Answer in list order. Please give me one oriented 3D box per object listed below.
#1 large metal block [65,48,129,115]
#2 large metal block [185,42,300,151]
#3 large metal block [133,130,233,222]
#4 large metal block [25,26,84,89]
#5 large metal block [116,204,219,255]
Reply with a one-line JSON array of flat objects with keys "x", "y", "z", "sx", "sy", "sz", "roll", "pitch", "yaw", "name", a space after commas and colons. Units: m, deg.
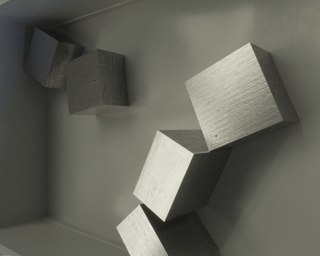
[{"x": -0.097, "y": -0.066, "z": 0.471, "sx": 0.080, "sy": 0.050, "sz": 0.080, "roll": -11, "pitch": 83, "yaw": 39, "name": "large metal block"}, {"x": 0.083, "y": -0.028, "z": 0.322, "sx": 0.080, "sy": 0.050, "sz": 0.080, "roll": -28, "pitch": 72, "yaw": 36, "name": "large metal block"}, {"x": 0.027, "y": 0.049, "z": 0.349, "sx": 0.050, "sy": 0.081, "sz": 0.079, "roll": 33, "pitch": 111, "yaw": 35, "name": "large metal block"}, {"x": -0.187, "y": -0.122, "z": 0.546, "sx": 0.080, "sy": 0.050, "sz": 0.079, "roll": 35, "pitch": 112, "yaw": 34, "name": "large metal block"}, {"x": 0.010, "y": 0.129, "z": 0.363, "sx": 0.050, "sy": 0.081, "sz": 0.080, "roll": -49, "pitch": 61, "yaw": 29, "name": "large metal block"}]
